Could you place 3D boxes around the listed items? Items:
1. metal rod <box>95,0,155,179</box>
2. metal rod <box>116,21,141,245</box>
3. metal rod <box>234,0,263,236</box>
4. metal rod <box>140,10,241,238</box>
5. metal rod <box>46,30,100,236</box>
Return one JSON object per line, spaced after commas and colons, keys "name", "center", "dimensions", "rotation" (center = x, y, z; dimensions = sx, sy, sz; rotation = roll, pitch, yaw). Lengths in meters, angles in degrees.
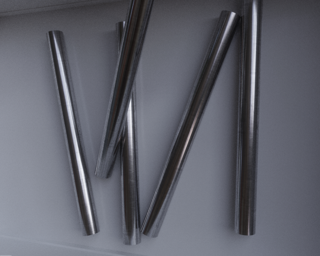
{"name": "metal rod", "center": [-0.041, -0.058, 0.362], "dimensions": [0.025, 0.025, 0.298], "rotation": [29, 123, 17]}
{"name": "metal rod", "center": [-0.043, 0.007, 0.424], "dimensions": [0.025, 0.025, 0.298], "rotation": [-2, 89, 19]}
{"name": "metal rod", "center": [0.107, -0.024, 0.372], "dimensions": [0.025, 0.025, 0.298], "rotation": [2, 91, 19]}
{"name": "metal rod", "center": [0.036, 0.000, 0.397], "dimensions": [0.025, 0.025, 0.298], "rotation": [22, 97, 18]}
{"name": "metal rod", "center": [-0.128, 0.005, 0.454], "dimensions": [0.025, 0.025, 0.298], "rotation": [-13, 86, 19]}
